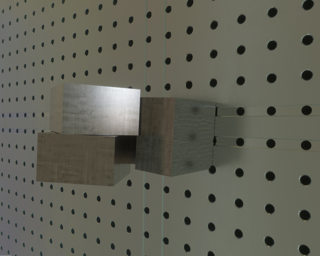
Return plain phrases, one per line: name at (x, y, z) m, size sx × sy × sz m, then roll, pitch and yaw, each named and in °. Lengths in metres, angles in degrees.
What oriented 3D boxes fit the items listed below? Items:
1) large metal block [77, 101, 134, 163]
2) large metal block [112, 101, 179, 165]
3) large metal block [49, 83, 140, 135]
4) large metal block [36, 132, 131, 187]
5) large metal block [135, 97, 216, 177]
large metal block at (-0.082, 0.004, 0.439) m, size 0.050 × 0.081 × 0.079 m, roll 3°, pitch 92°, yaw 40°
large metal block at (-0.022, 0.004, 0.406) m, size 0.080 × 0.050 × 0.079 m, roll 4°, pitch 92°, yaw 39°
large metal block at (-0.077, -0.020, 0.351) m, size 0.080 × 0.081 × 0.050 m, roll 6°, pitch 93°, yaw 62°
large metal block at (-0.081, 0.030, 0.351) m, size 0.080 × 0.080 × 0.050 m, roll 3°, pitch 92°, yaw 6°
large metal block at (0.020, 0.008, 0.355) m, size 0.050 × 0.081 × 0.079 m, roll 5°, pitch 93°, yaw 39°
